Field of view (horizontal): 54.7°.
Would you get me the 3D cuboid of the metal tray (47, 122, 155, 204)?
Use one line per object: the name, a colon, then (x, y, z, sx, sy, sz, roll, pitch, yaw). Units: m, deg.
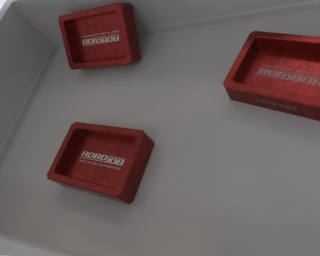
metal tray: (-0.082, 0.042, 0.419, 0.130, 0.030, 0.090, 7, 65, 31)

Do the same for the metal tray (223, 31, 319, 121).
metal tray: (0.152, -0.064, 0.361, 0.130, 0.030, 0.090, 19, 72, 35)

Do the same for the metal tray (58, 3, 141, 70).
metal tray: (-0.100, -0.147, 0.509, 0.130, 0.089, 0.030, 1, 20, 28)
